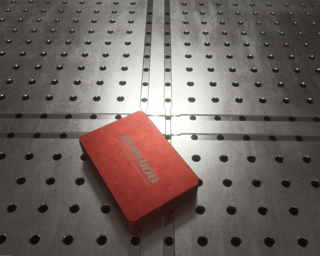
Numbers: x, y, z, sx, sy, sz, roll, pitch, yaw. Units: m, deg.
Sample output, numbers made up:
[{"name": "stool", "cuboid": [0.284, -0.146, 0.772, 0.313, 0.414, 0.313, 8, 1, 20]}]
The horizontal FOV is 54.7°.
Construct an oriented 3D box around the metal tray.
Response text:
[{"name": "metal tray", "cuboid": [-0.027, 0.044, 0.367, 0.091, 0.030, 0.130, -26, 55, -21]}]
